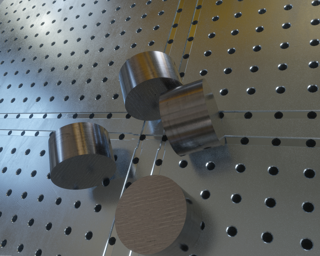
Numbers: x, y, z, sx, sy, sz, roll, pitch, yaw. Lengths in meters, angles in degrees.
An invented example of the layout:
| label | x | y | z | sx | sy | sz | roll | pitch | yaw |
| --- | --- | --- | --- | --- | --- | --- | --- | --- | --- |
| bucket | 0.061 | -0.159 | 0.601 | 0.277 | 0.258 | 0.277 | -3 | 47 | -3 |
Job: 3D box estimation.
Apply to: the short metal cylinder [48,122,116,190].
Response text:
| label | x | y | z | sx | sy | sz | roll | pitch | yaw |
| --- | --- | --- | --- | --- | --- | --- | --- | --- | --- |
| short metal cylinder | -0.101 | 0.037 | 0.401 | 0.080 | 0.080 | 0.050 | -28 | 53 | 10 |

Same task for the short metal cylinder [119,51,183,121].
| label | x | y | z | sx | sy | sz | roll | pitch | yaw |
| --- | --- | --- | --- | --- | --- | --- | --- | --- | --- |
| short metal cylinder | -0.011 | -0.054 | 0.411 | 0.080 | 0.080 | 0.050 | -26 | 53 | 12 |

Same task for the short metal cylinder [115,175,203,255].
| label | x | y | z | sx | sy | sz | roll | pitch | yaw |
| --- | --- | --- | --- | --- | --- | --- | --- | --- | --- |
| short metal cylinder | -0.001 | 0.097 | 0.332 | 0.080 | 0.050 | 0.080 | -13 | 56 | 20 |

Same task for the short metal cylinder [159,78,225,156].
| label | x | y | z | sx | sy | sz | roll | pitch | yaw |
| --- | --- | --- | --- | --- | --- | --- | --- | --- | --- |
| short metal cylinder | 0.039 | -0.012 | 0.359 | 0.050 | 0.080 | 0.080 | -17 | 55 | 18 |
